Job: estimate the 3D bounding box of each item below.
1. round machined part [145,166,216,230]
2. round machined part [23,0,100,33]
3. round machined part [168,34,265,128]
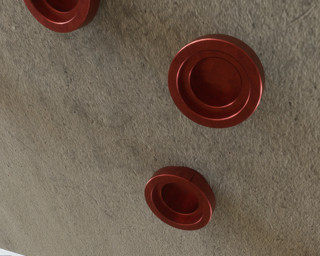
[{"bbox_3d":[0.031,0.093,0.437,0.098,0.042,0.097,13,124,21],"label":"round machined part"},{"bbox_3d":[-0.109,-0.162,0.353,0.098,0.042,0.097,13,124,21],"label":"round machined part"},{"bbox_3d":[0.061,-0.052,0.331,0.098,0.042,0.097,13,124,21],"label":"round machined part"}]
